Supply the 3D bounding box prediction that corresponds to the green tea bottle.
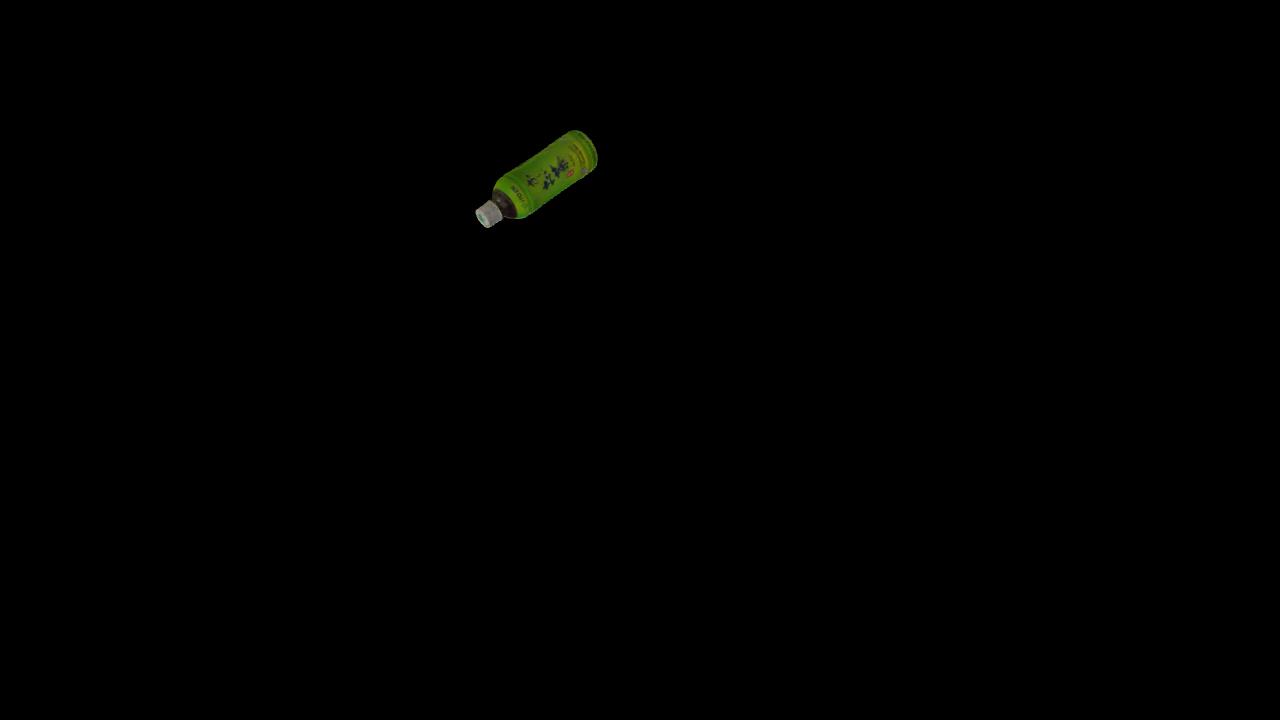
[{"bbox_3d":[-0.156,-0.266,0.925,0.212,0.073,0.073,-46,23,-25],"label":"green tea bottle"}]
